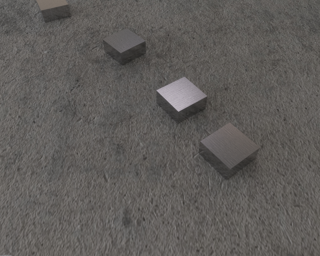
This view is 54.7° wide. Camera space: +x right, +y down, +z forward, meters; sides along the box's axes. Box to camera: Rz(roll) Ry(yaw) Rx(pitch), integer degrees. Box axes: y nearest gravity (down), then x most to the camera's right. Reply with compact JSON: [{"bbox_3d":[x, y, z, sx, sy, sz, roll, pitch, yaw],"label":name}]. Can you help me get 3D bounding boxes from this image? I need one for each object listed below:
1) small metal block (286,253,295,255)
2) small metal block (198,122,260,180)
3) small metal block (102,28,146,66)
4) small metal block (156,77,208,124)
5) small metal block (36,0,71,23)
[{"bbox_3d":[0.129,0.151,0.277,0.050,0.025,0.050,25,54,20],"label":"small metal block"},{"bbox_3d":[0.084,0.028,0.380,0.050,0.025,0.050,-30,56,-23],"label":"small metal block"},{"bbox_3d":[-0.059,-0.136,0.517,0.050,0.025,0.050,-34,58,-25],"label":"small metal block"},{"bbox_3d":[0.030,-0.040,0.437,0.050,0.025,0.050,-29,56,-22],"label":"small metal block"},{"bbox_3d":[-0.206,-0.232,0.597,0.050,0.025,0.050,-21,53,-17],"label":"small metal block"}]
